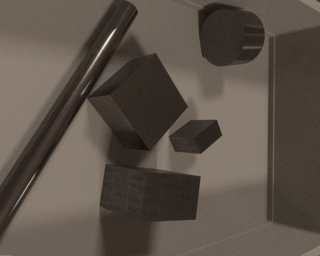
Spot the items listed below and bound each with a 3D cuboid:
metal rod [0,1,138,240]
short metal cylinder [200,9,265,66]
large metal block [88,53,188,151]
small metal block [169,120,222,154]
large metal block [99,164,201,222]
[{"bbox_3d":[-0.100,-0.018,0.323,0.025,0.025,0.300,40,66,-33],"label":"metal rod"},{"bbox_3d":[0.107,-0.134,0.463,0.050,0.080,0.079,-15,100,-39],"label":"short metal cylinder"},{"bbox_3d":[-0.024,-0.030,0.372,0.080,0.050,0.080,-49,119,-29],"label":"large metal block"},{"bbox_3d":[0.050,0.011,0.434,0.050,0.050,0.025,-35,112,-35],"label":"small metal block"},{"bbox_3d":[-0.012,0.074,0.363,0.081,0.080,0.050,12,83,-40],"label":"large metal block"}]
